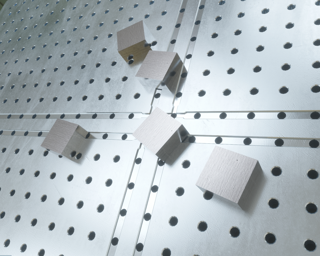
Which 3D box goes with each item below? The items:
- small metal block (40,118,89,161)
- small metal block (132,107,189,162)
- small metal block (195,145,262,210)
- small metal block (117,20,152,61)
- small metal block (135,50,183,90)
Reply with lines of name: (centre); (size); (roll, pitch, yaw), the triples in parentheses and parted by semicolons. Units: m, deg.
small metal block: (-0.147, 0.017, 0.476); (0.050, 0.025, 0.050); (14, 69, 34)
small metal block: (0.000, 0.008, 0.404); (0.050, 0.025, 0.050); (-48, 51, -6)
small metal block: (0.075, 0.053, 0.337); (0.050, 0.025, 0.050); (19, 72, 35)
small metal block: (-0.044, -0.147, 0.523); (0.050, 0.025, 0.050); (-20, 54, 16)
small metal block: (-0.001, -0.087, 0.463); (0.050, 0.025, 0.050); (14, 69, 34)
